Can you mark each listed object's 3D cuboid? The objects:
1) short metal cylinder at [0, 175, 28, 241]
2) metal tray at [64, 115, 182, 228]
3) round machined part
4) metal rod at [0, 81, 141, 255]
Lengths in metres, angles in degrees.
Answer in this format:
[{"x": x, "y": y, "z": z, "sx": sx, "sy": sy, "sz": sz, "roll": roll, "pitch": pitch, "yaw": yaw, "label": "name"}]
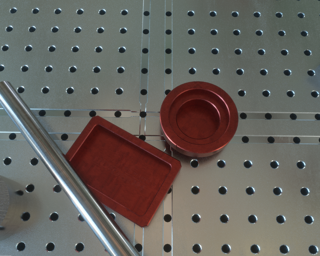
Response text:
[{"x": -0.206, "y": 0.093, "z": 0.362, "sx": 0.081, "sy": 0.050, "sz": 0.080, "roll": 0, "pitch": 70, "yaw": -1, "label": "short metal cylinder"}, {"x": -0.050, "y": 0.053, "z": 0.388, "sx": 0.130, "sy": 0.030, "sz": 0.090, "roll": 29, "pitch": 72, "yaw": 9, "label": "metal tray"}, {"x": 0.049, "y": -0.008, "z": 0.406, "sx": 0.099, "sy": 0.042, "sz": 0.098, "roll": 0, "pitch": 70, "yaw": -1, "label": "round machined part"}, {"x": -0.106, "y": 0.058, "z": 0.356, "sx": 0.025, "sy": 0.025, "sz": 0.300, "roll": -38, "pitch": 75, "yaw": -13, "label": "metal rod"}]
